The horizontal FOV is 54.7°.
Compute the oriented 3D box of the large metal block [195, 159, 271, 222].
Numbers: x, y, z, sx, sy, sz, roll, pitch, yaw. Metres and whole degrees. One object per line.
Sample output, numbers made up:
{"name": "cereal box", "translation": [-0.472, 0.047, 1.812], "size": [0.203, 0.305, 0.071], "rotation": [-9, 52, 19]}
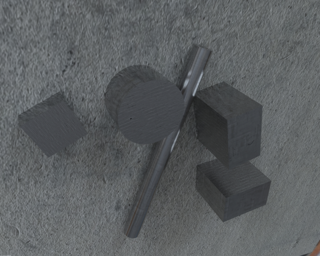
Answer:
{"name": "large metal block", "translation": [0.112, 0.090, 0.488], "size": [0.081, 0.080, 0.050], "rotation": [-15, 125, -20]}

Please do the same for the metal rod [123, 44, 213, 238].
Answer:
{"name": "metal rod", "translation": [0.004, 0.033, 0.429], "size": [0.025, 0.025, 0.298], "rotation": [7, 115, -32]}

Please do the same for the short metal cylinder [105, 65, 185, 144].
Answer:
{"name": "short metal cylinder", "translation": [-0.019, -0.028, 0.363], "size": [0.081, 0.050, 0.079], "rotation": [-14, 124, -21]}

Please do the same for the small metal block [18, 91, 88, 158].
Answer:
{"name": "small metal block", "translation": [-0.117, -0.004, 0.341], "size": [0.050, 0.025, 0.050], "rotation": [-32, 129, -7]}

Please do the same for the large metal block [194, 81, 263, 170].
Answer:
{"name": "large metal block", "translation": [0.089, -0.005, 0.417], "size": [0.050, 0.080, 0.080], "rotation": [-22, 127, -15]}
